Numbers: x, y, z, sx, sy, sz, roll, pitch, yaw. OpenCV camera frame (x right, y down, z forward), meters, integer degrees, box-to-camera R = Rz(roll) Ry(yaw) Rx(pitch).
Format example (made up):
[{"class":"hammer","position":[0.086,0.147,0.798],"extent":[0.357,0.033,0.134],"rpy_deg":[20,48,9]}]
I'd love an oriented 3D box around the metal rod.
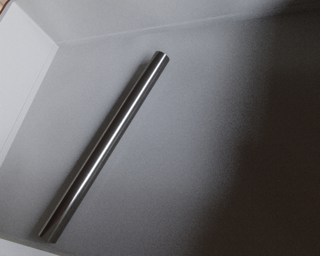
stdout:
[{"class":"metal rod","position":[-0.070,0.016,0.433],"extent":[0.025,0.025,0.300],"rpy_deg":[20,72,35]}]
